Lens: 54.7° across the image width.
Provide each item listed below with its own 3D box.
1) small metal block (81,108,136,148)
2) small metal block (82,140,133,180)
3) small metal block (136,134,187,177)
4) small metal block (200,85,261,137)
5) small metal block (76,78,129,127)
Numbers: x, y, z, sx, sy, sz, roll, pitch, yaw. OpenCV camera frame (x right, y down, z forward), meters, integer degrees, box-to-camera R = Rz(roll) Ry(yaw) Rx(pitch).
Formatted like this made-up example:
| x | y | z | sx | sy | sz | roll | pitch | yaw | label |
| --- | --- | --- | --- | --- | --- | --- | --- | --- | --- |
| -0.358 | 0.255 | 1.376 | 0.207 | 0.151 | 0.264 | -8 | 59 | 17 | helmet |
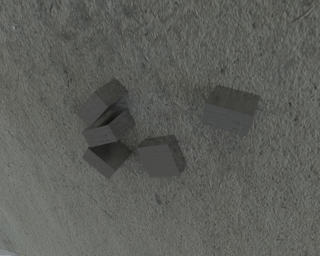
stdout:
| x | y | z | sx | sy | sz | roll | pitch | yaw | label |
| --- | --- | --- | --- | --- | --- | --- | --- | --- | --- |
| -0.070 | -0.001 | 0.427 | 0.050 | 0.050 | 0.025 | -14 | 111 | 34 | small metal block |
| -0.076 | 0.039 | 0.455 | 0.050 | 0.050 | 0.025 | 40 | 129 | 1 | small metal block |
| 0.003 | 0.040 | 0.430 | 0.050 | 0.025 | 0.050 | -10 | 114 | 32 | small metal block |
| 0.077 | -0.021 | 0.337 | 0.050 | 0.050 | 0.025 | 18 | 125 | 18 | small metal block |
| -0.076 | -0.034 | 0.410 | 0.025 | 0.050 | 0.050 | 47 | 129 | -5 | small metal block |
